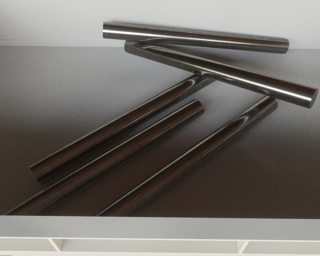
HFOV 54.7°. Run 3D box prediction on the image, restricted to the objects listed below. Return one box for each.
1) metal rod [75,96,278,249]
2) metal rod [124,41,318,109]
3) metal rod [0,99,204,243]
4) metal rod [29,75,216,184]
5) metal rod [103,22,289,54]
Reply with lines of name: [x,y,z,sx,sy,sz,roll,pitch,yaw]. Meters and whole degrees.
metal rod: [0.038,0.038,0.373,0.302,0.025,0.025,-32,57,-24]
metal rod: [0.064,-0.086,0.442,0.300,0.025,0.025,24,53,32]
metal rod: [-0.065,0.043,0.367,0.302,0.025,0.025,-31,57,-24]
metal rod: [-0.028,-0.018,0.419,0.302,0.025,0.025,-32,57,-24]
metal rod: [0.061,-0.145,0.502,0.302,0.025,0.025,3,50,-8]
